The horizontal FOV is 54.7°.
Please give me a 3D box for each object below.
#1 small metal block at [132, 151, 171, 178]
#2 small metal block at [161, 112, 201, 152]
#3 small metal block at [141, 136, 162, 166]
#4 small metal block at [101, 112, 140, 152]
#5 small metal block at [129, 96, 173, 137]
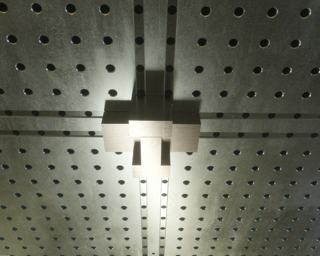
[{"bbox_3d":[-0.012,0.042,0.431,0.050,0.050,0.025,1,130,-1],"label":"small metal block"},{"bbox_3d":[0.026,0.006,0.417,0.050,0.025,0.050,1,130,-1],"label":"small metal block"},{"bbox_3d":[-0.011,0.014,0.406,0.025,0.050,0.050,1,130,-1],"label":"small metal block"},{"bbox_3d":[-0.049,0.006,0.415,0.050,0.025,0.050,0,130,-1],"label":"small metal block"},{"bbox_3d":[-0.011,-0.015,0.382,0.050,0.050,0.025,1,130,-1],"label":"small metal block"}]
